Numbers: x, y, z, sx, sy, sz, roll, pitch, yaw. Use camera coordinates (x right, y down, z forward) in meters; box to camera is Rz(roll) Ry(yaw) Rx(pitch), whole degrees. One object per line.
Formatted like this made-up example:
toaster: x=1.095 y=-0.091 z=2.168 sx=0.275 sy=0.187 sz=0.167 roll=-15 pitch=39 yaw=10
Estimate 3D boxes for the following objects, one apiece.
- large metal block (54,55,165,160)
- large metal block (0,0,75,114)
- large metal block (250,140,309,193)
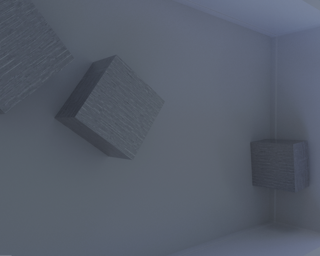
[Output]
large metal block: x=-0.053 y=-0.021 z=0.346 sx=0.080 sy=0.050 sz=0.080 roll=42 pitch=65 yaw=-32
large metal block: x=-0.139 y=-0.068 z=0.273 sx=0.080 sy=0.050 sz=0.080 roll=-49 pitch=119 yaw=-29
large metal block: x=0.211 y=0.063 z=0.547 sx=0.050 sy=0.080 sz=0.079 roll=-7 pitch=95 yaw=-40
